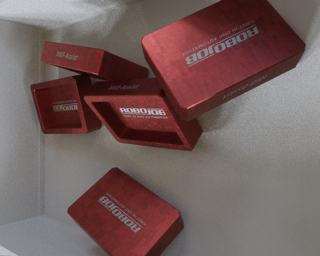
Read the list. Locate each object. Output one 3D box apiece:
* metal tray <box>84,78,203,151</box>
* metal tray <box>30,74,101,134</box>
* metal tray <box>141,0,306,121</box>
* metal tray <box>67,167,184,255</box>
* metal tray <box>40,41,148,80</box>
[{"bbox_3d":[-0.023,-0.017,0.383,0.130,0.090,0.030,4,49,39],"label":"metal tray"},{"bbox_3d":[-0.160,-0.037,0.517,0.130,0.030,0.089,-1,104,39],"label":"metal tray"},{"bbox_3d":[0.059,-0.075,0.305,0.131,0.030,0.090,-27,68,-5],"label":"metal tray"},{"bbox_3d":[-0.046,0.116,0.402,0.130,0.090,0.030,28,148,36],"label":"metal tray"},{"bbox_3d":[-0.093,-0.089,0.436,0.130,0.091,0.030,18,95,38],"label":"metal tray"}]
